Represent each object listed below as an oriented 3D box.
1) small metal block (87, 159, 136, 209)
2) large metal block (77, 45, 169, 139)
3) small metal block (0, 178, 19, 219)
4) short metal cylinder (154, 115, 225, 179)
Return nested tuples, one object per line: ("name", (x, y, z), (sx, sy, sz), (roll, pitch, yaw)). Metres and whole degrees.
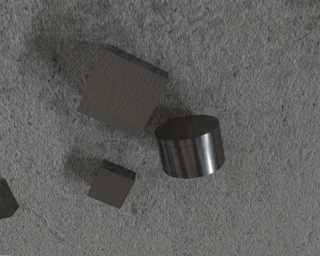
("small metal block", (-0.068, 0.079, 0.438), (0.050, 0.025, 0.050), (25, 108, -9))
("large metal block", (-0.044, -0.046, 0.379), (0.080, 0.050, 0.080), (25, 108, -9))
("small metal block", (-0.242, 0.105, 0.445), (0.050, 0.025, 0.050), (-14, 110, 5))
("short metal cylinder", (0.038, 0.021, 0.389), (0.080, 0.080, 0.050), (-11, 110, 4))
